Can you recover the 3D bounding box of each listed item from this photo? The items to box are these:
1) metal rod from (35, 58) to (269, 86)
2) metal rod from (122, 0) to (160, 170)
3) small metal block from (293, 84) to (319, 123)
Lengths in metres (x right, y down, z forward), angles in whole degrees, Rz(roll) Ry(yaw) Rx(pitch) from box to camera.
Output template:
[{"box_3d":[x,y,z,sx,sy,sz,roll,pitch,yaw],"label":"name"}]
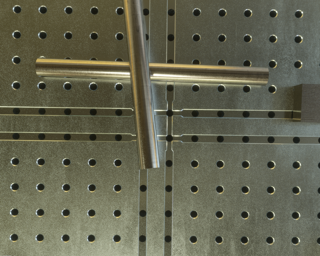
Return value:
[{"box_3d":[-0.010,-0.075,0.413,0.302,0.025,0.025,2,90,0],"label":"metal rod"},{"box_3d":[-0.028,-0.098,0.390,0.025,0.025,0.298,-6,81,0],"label":"metal rod"},{"box_3d":[0.209,-0.032,0.415,0.050,0.025,0.050,3,90,0],"label":"small metal block"}]
